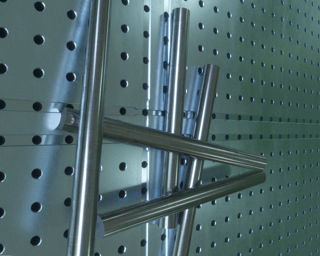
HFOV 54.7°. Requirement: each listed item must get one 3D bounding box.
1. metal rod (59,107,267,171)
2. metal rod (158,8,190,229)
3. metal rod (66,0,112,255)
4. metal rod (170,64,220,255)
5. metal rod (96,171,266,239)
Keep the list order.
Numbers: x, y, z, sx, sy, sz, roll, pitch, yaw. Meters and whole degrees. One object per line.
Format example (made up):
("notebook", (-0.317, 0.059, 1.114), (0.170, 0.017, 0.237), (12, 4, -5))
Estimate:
("metal rod", (0.026, 0.022, 0.400), (0.302, 0.025, 0.025), (14, 81, -29))
("metal rod", (0.020, -0.015, 0.427), (0.025, 0.025, 0.298), (7, 86, -40))
("metal rod", (-0.069, -0.023, 0.318), (0.025, 0.025, 0.299), (14, 71, -40))
("metal rod", (0.052, 0.051, 0.455), (0.025, 0.025, 0.299), (18, 78, -39))
("metal rod", (0.051, 0.092, 0.420), (0.302, 0.025, 0.025), (-6, 94, -40))
